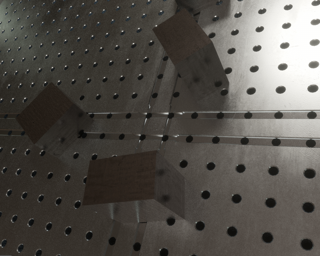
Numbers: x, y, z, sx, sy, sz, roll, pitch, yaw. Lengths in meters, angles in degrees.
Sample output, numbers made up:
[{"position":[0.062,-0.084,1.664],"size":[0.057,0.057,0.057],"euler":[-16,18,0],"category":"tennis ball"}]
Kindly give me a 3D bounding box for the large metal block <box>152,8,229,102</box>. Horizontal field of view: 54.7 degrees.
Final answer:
[{"position":[0.041,-0.095,0.409],"size":[0.050,0.080,0.080],"euler":[-31,52,8],"category":"large metal block"}]

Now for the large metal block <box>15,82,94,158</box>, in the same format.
[{"position":[-0.165,-0.013,0.485],"size":[0.080,0.050,0.080],"euler":[-48,52,-6],"category":"large metal block"}]

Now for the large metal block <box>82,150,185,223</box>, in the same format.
[{"position":[-0.025,0.069,0.342],"size":[0.080,0.080,0.050],"euler":[-11,57,22],"category":"large metal block"}]

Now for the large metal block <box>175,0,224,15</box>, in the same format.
[{"position":[0.060,-0.238,0.506],"size":[0.080,0.050,0.080],"euler":[-21,54,15],"category":"large metal block"}]
